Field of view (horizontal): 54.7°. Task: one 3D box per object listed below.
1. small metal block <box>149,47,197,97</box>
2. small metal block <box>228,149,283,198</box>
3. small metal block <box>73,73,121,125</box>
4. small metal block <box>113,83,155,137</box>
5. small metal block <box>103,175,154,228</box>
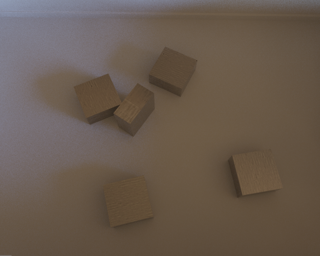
[{"bbox_3d":[0.018,-0.080,0.439,0.050,0.025,0.050,26,72,9],"label":"small metal block"},{"bbox_3d":[0.119,0.057,0.389,0.050,0.025,0.050,-9,70,-4],"label":"small metal block"},{"bbox_3d":[-0.083,-0.039,0.423,0.050,0.025,0.050,-23,72,-8],"label":"small metal block"},{"bbox_3d":[-0.032,-0.022,0.404,0.025,0.050,0.050,33,73,11],"label":"small metal block"},{"bbox_3d":[-0.038,0.090,0.376,0.050,0.025,0.050,-13,71,-5],"label":"small metal block"}]
